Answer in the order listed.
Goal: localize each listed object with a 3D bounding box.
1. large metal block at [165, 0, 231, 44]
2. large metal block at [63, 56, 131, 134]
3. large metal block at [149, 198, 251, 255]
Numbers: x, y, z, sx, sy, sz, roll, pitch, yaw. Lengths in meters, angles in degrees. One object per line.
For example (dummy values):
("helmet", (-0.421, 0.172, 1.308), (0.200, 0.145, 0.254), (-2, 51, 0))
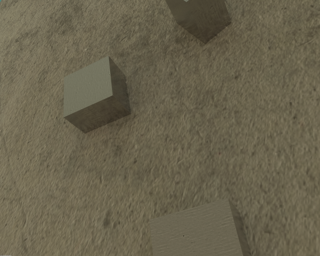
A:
("large metal block", (0.050, -0.183, 0.453), (0.050, 0.080, 0.080), (-40, 51, 1))
("large metal block", (-0.096, -0.050, 0.466), (0.080, 0.050, 0.080), (-22, 54, 14))
("large metal block", (0.041, 0.121, 0.291), (0.080, 0.050, 0.080), (-20, 54, 16))
